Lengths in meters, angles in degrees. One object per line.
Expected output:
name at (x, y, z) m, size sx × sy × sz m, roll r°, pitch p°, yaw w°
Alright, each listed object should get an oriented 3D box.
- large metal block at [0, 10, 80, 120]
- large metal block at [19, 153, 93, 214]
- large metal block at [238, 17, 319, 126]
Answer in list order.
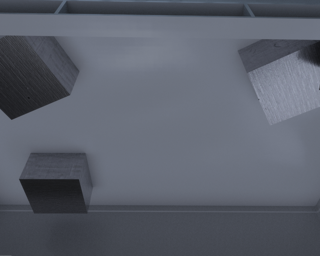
large metal block at (-0.149, -0.065, 0.335) m, size 0.080 × 0.050 × 0.080 m, roll -20°, pitch 128°, yaw 16°
large metal block at (-0.150, 0.083, 0.462) m, size 0.081 × 0.050 × 0.079 m, roll 0°, pitch 130°, yaw -1°
large metal block at (0.143, -0.060, 0.343) m, size 0.080 × 0.050 × 0.080 m, roll -23°, pitch 127°, yaw 18°
